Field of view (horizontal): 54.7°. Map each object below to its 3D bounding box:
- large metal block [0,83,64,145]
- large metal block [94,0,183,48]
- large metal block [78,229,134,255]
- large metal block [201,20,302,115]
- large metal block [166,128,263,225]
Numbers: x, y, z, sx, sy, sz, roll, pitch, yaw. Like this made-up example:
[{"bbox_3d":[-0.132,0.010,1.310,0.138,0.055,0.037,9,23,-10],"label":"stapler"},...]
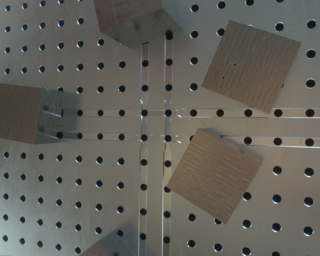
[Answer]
[{"bbox_3d":[-0.199,-0.022,0.468,0.080,0.050,0.079,8,93,19],"label":"large metal block"},{"bbox_3d":[-0.025,-0.147,0.391,0.080,0.080,0.050,-14,85,19],"label":"large metal block"},{"bbox_3d":[-0.077,0.201,0.425,0.080,0.050,0.080,-40,78,15],"label":"large metal block"},{"bbox_3d":[0.106,-0.068,0.362,0.080,0.050,0.080,25,98,18],"label":"large metal block"},{"bbox_3d":[0.067,0.054,0.375,0.080,0.050,0.080,30,100,17],"label":"large metal block"}]
